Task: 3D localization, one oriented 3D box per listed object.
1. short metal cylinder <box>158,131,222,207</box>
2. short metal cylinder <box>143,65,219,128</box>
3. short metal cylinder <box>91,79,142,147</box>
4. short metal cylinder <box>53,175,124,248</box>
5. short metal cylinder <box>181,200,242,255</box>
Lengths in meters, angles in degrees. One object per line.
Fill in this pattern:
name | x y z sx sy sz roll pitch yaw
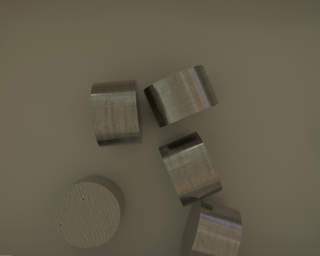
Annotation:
short metal cylinder | 0.037 0.050 0.385 0.050 0.080 0.080 -23 90 0
short metal cylinder | 0.026 -0.038 0.384 0.080 0.080 0.050 -23 90 0
short metal cylinder | -0.051 -0.018 0.383 0.050 0.080 0.079 -5 90 0
short metal cylinder | -0.088 0.105 0.398 0.081 0.050 0.079 0 90 -1
short metal cylinder | 0.062 0.134 0.385 0.050 0.080 0.080 17 90 0
